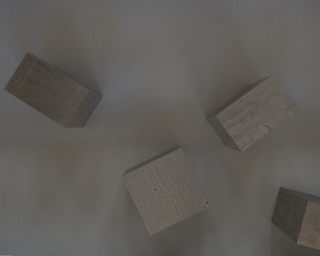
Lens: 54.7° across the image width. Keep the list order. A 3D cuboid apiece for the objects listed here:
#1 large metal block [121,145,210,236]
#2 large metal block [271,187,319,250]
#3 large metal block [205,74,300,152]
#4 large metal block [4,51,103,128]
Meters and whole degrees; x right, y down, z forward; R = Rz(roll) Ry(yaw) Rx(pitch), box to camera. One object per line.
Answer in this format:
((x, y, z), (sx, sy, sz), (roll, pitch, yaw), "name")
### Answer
((0.007, 0.077, 0.399), (0.080, 0.050, 0.080), (-26, 90, 0), "large metal block")
((0.198, 0.115, 0.385), (0.080, 0.080, 0.050), (14, 90, 0), "large metal block")
((0.109, -0.017, 0.385), (0.080, 0.080, 0.050), (-36, 90, 0), "large metal block")
((-0.126, -0.043, 0.383), (0.080, 0.080, 0.050), (32, 90, 0), "large metal block")
